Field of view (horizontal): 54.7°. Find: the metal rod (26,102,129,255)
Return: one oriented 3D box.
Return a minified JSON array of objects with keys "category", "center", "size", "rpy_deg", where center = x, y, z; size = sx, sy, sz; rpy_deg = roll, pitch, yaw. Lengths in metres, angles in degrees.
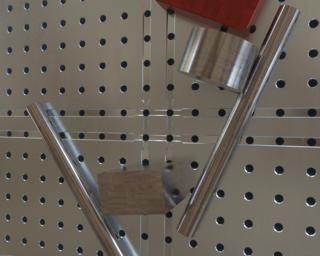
[{"category":"metal rod","center":[-0.116,0.090,0.453],"size":[0.025,0.025,0.299],"rpy_deg":[-36,79,16]}]

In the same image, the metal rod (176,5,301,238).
[{"category":"metal rod","center":[0.092,-0.001,0.380],"size":[0.025,0.025,0.298],"rpy_deg":[26,98,18]}]

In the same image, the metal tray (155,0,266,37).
[{"category":"metal tray","center":[0.067,-0.180,0.386],"size":[0.130,0.030,0.090],"rpy_deg":[27,99,17]}]

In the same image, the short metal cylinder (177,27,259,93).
[{"category":"short metal cylinder","center":[0.066,-0.077,0.360],"size":[0.080,0.080,0.050],"rpy_deg":[21,97,18]}]

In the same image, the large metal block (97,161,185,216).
[{"category":"large metal block","center":[-0.020,0.074,0.390],"size":[0.080,0.080,0.050],"rpy_deg":[-7,88,20]}]
